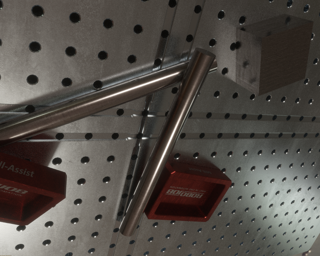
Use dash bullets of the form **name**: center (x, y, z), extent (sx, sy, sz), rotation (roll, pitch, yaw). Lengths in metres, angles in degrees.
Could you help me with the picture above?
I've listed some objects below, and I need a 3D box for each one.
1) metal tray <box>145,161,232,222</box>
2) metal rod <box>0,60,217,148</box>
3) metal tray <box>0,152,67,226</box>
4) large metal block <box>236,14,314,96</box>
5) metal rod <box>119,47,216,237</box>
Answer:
- **metal tray**: center (0.044, 0.105, 0.499), extent (0.131, 0.030, 0.089), rotation (15, 111, -35)
- **metal rod**: center (-0.069, -0.031, 0.355), extent (0.302, 0.025, 0.025), rotation (-21, 127, -16)
- **metal tray**: center (-0.179, 0.062, 0.326), extent (0.090, 0.030, 0.131), rotation (-36, 135, 29)
- **large metal block**: center (0.151, -0.100, 0.418), extent (0.081, 0.050, 0.079), rotation (-21, 127, -16)
- **metal rod**: center (0.000, 0.037, 0.416), extent (0.025, 0.025, 0.298), rotation (5, 122, -31)
